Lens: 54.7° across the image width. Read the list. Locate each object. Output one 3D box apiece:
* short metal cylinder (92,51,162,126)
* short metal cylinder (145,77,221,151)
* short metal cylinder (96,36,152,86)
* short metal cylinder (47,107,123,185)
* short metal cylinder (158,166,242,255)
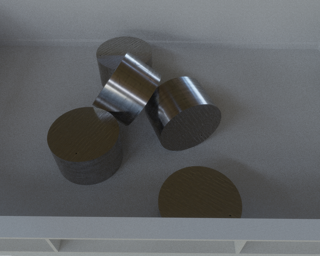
[{"bbox_3d":[-0.042,-0.049,0.392,0.050,0.080,0.080,34,51,-13],"label":"short metal cylinder"},{"bbox_3d":[0.028,-0.016,0.384,0.081,0.080,0.050,-17,53,-14],"label":"short metal cylinder"},{"bbox_3d":[-0.052,-0.094,0.467,0.081,0.050,0.080,0,50,0],"label":"short metal cylinder"},{"bbox_3d":[-0.087,0.021,0.370,0.081,0.050,0.080,0,50,0],"label":"short metal cylinder"},{"bbox_3d":[0.038,0.086,0.317,0.081,0.050,0.080,0,50,0],"label":"short metal cylinder"}]
